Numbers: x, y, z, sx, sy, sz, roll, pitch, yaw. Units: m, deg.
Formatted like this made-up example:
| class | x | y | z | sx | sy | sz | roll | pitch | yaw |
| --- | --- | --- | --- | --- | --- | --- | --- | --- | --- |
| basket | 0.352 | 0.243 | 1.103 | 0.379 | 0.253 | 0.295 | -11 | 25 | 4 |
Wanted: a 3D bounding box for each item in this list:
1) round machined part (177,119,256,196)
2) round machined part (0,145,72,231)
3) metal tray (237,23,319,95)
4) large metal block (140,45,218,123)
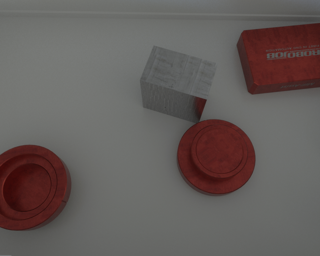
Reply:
| class | x | y | z | sx | sy | sz | roll | pitch | yaw |
| --- | --- | --- | --- | --- | --- | --- | --- | --- | --- |
| round machined part | 0.071 | 0.034 | 0.389 | 0.099 | 0.042 | 0.098 | 0 | 70 | -1 |
| round machined part | -0.156 | 0.073 | 0.372 | 0.099 | 0.042 | 0.098 | 0 | 70 | -1 |
| metal tray | 0.186 | -0.101 | 0.446 | 0.131 | 0.030 | 0.090 | -6 | 70 | -3 |
| large metal block | 0.023 | -0.053 | 0.400 | 0.080 | 0.080 | 0.050 | 17 | 71 | 6 |
